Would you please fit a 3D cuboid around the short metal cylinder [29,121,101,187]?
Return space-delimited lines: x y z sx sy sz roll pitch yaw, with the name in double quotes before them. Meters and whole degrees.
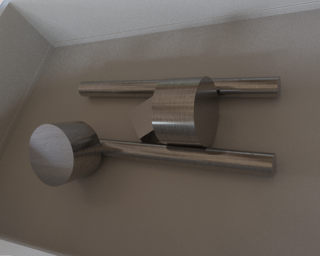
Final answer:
"short metal cylinder" -0.125 0.032 0.410 0.080 0.050 0.079 4 98 29

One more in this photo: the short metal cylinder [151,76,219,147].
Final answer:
"short metal cylinder" 0.032 -0.019 0.363 0.050 0.080 0.080 2 63 29

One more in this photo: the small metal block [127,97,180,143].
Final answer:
"small metal block" -0.009 -0.011 0.414 0.050 0.025 0.050 -33 52 6

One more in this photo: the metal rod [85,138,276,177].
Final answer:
"metal rod" -0.014 0.031 0.390 0.300 0.025 0.025 3 63 29

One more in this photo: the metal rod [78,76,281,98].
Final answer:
"metal rod" 0.007 -0.055 0.432 0.300 0.025 0.025 3 64 29
